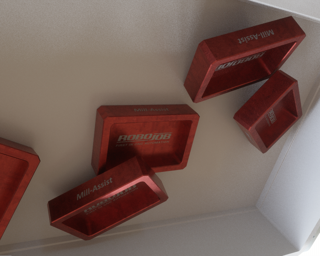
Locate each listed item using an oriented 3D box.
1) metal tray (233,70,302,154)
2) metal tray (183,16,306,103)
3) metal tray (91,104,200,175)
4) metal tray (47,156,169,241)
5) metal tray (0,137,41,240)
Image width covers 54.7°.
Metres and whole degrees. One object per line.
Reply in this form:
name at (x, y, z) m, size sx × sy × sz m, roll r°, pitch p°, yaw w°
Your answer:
metal tray at (0.165, -0.018, 0.462) m, size 0.090 × 0.030 × 0.130 m, roll -47°, pitch 147°, yaw 4°
metal tray at (0.101, -0.082, 0.383) m, size 0.131 × 0.030 × 0.090 m, roll -20°, pitch 159°, yaw -17°
metal tray at (-0.019, 0.016, 0.406) m, size 0.131 × 0.030 × 0.089 m, roll -3°, pitch 120°, yaw -27°
metal tray at (-0.063, 0.095, 0.402) m, size 0.130 × 0.030 × 0.090 m, roll -28°, pitch 143°, yaw 2°
metal tray at (-0.197, 0.070, 0.319) m, size 0.090 × 0.030 × 0.130 m, roll 28°, pitch 87°, yaw -38°
